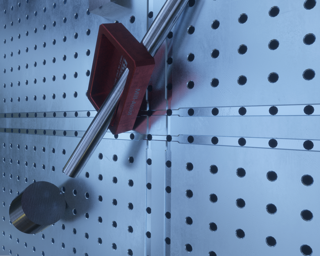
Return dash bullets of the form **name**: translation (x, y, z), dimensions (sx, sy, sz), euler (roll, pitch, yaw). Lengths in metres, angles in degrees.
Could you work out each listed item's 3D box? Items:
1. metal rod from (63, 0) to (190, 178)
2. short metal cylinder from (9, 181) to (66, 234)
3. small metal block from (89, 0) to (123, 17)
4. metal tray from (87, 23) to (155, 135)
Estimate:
- **metal rod**: translation (-0.050, -0.054, 0.421), dimensions (0.025, 0.025, 0.299), euler (43, 107, 31)
- **short metal cylinder**: translation (-0.218, 0.142, 0.554), dimensions (0.050, 0.081, 0.080), euler (-36, 68, 34)
- **small metal block**: translation (-0.085, -0.208, 0.480), dimensions (0.050, 0.025, 0.050), euler (-6, 86, 40)
- **metal tray**: translation (-0.059, -0.065, 0.428), dimensions (0.090, 0.030, 0.129), euler (51, 139, 27)
